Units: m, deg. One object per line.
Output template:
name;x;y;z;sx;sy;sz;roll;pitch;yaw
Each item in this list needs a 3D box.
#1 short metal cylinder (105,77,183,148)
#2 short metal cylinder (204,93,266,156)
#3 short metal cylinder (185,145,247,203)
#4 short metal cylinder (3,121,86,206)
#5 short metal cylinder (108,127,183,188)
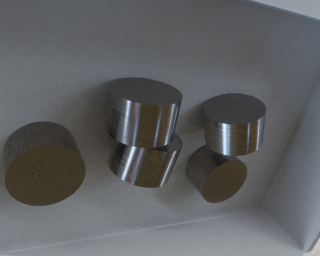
short metal cylinder;-0.019;-0.020;0.350;0.081;0.080;0.050;-4;120;-27
short metal cylinder;0.101;-0.006;0.424;0.081;0.080;0.050;-19;126;-17
short metal cylinder;0.087;0.069;0.483;0.081;0.050;0.079;-14;124;-21
short metal cylinder;-0.129;0.039;0.346;0.081;0.050;0.079;-14;124;-21
short metal cylinder;-0.018;0.029;0.381;0.081;0.080;0.050;6;115;-31
